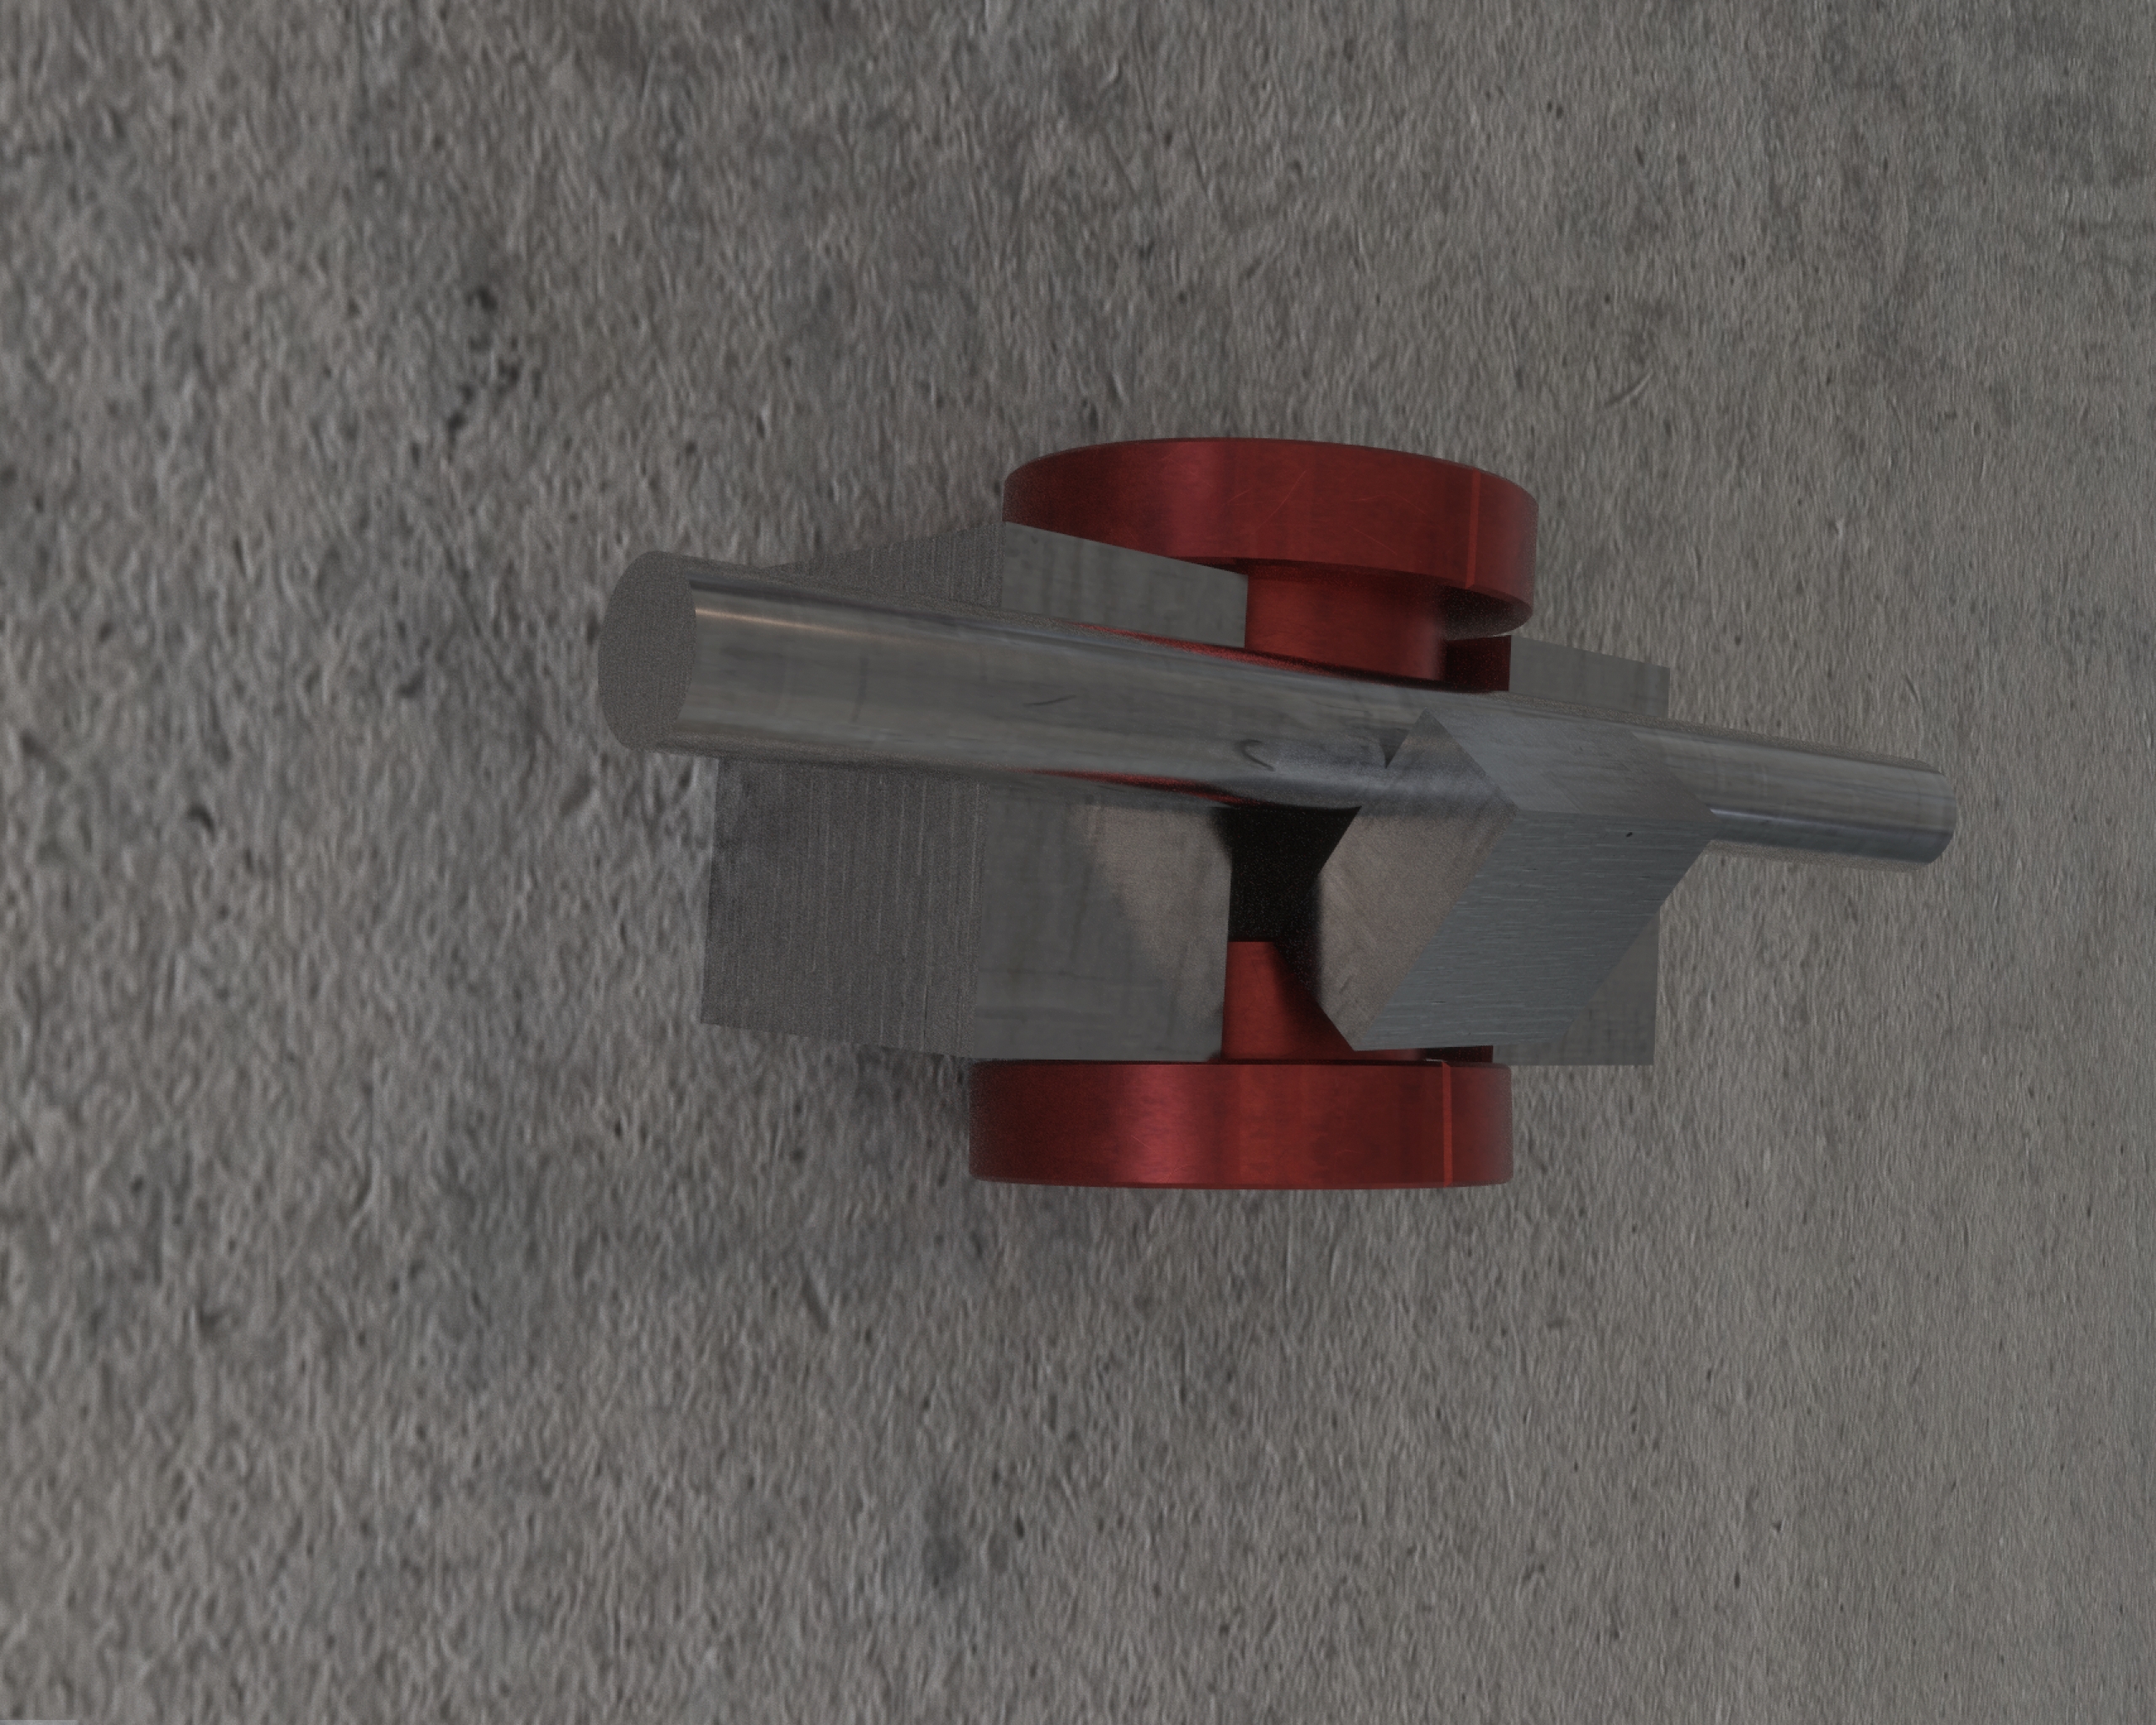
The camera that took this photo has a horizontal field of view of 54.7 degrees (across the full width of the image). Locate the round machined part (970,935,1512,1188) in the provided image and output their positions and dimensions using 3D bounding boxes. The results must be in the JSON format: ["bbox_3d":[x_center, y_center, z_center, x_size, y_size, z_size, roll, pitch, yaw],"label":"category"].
[{"bbox_3d":[0.030,0.037,0.383,0.099,0.098,0.042,6,81,-40],"label":"round machined part"}]

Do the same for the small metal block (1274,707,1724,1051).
[{"bbox_3d":[0.069,0.004,0.342,0.050,0.025,0.050,2,129,-38],"label":"small metal block"}]

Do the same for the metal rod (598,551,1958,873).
[{"bbox_3d":[0.062,-0.018,0.354,0.302,0.025,0.025,4,88,-40],"label":"metal rod"}]

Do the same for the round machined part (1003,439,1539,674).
[{"bbox_3d":[0.034,-0.047,0.387,0.099,0.098,0.042,5,88,-40],"label":"round machined part"}]

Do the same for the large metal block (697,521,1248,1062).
[{"bbox_3d":[-0.020,-0.009,0.354,0.050,0.080,0.080,6,87,-40],"label":"large metal block"}]

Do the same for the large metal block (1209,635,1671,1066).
[{"bbox_3d":[0.072,-0.001,0.431,0.050,0.080,0.080,5,87,-40],"label":"large metal block"}]
